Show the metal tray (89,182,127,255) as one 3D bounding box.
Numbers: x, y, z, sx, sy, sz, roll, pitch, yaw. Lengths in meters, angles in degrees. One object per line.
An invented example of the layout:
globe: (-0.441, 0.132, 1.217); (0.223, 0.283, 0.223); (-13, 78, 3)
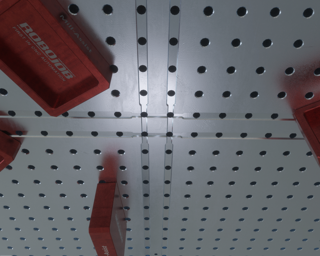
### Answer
metal tray: (-0.081, 0.163, 0.506); (0.030, 0.090, 0.129); (-3, 130, 2)

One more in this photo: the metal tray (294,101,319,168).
metal tray: (0.239, -0.008, 0.364); (0.130, 0.090, 0.030); (-23, 127, 18)

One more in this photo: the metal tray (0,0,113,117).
metal tray: (-0.126, -0.080, 0.338); (0.090, 0.030, 0.130); (-25, 126, 20)

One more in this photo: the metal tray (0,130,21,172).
metal tray: (-0.275, 0.040, 0.440); (0.130, 0.030, 0.090); (-35, 122, 26)
